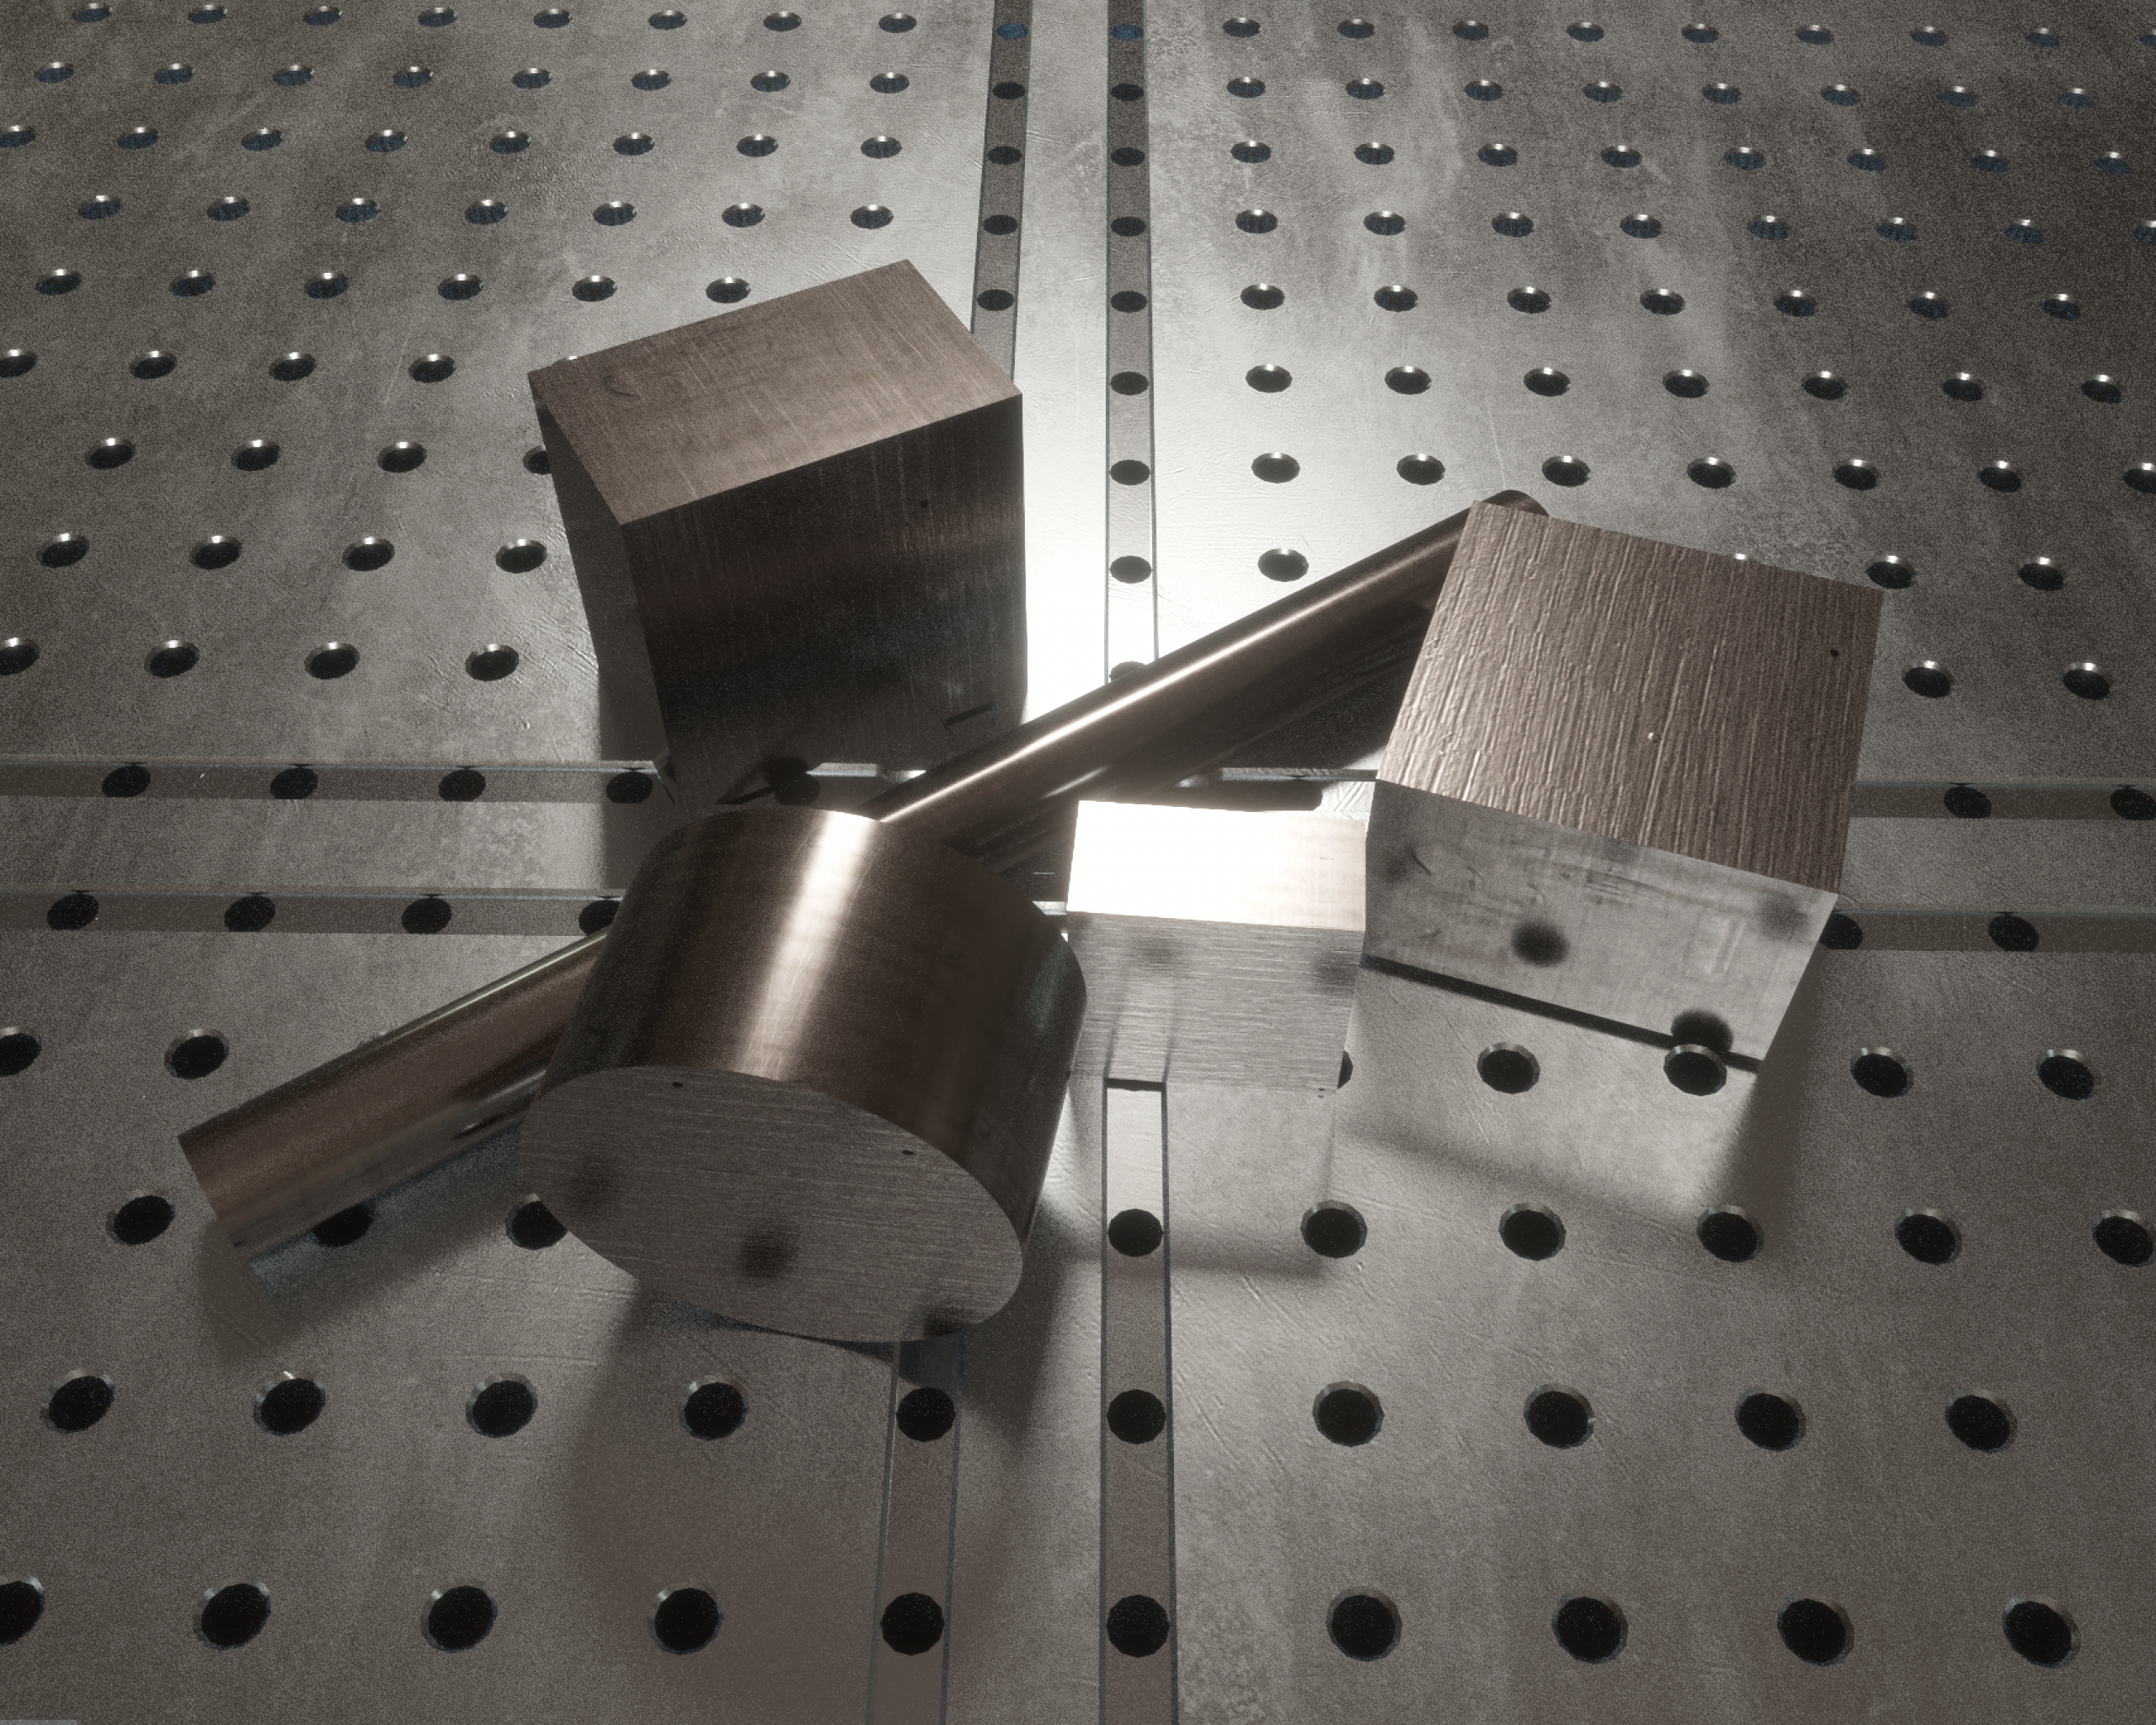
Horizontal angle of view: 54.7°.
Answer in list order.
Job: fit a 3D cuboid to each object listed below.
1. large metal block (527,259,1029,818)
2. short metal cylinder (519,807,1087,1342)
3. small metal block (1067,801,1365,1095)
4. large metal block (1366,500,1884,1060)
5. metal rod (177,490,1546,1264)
[{"bbox_3d":[-0.058,-0.066,0.428,0.081,0.080,0.050,-23,54,-18],"label":"large metal block"},{"bbox_3d":[-0.043,0.036,0.340,0.080,0.080,0.050,9,51,7],"label":"short metal cylinder"},{"bbox_3d":[0.024,0.016,0.378,0.050,0.050,0.025,4,50,3],"label":"small metal block"},{"bbox_3d":[0.104,-0.018,0.404,0.080,0.050,0.080,15,52,12],"label":"large metal block"},{"bbox_3d":[-0.024,-0.007,0.413,0.302,0.025,0.025,-28,56,-22],"label":"metal rod"}]
